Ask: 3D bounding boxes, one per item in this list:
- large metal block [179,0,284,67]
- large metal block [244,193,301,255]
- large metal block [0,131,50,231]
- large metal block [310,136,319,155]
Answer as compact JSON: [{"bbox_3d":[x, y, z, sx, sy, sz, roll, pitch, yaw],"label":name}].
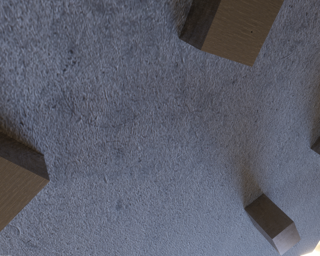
[{"bbox_3d":[0.081,-0.125,0.357,0.081,0.050,0.079,8,114,-32],"label":"large metal block"},{"bbox_3d":[0.221,0.189,0.608,0.050,0.080,0.080,-38,129,-3],"label":"large metal block"},{"bbox_3d":[-0.179,0.052,0.325,0.080,0.050,0.080,-46,129,3],"label":"large metal block"},{"bbox_3d":[0.357,0.030,0.604,0.080,0.050,0.080,20,108,-36],"label":"large metal block"}]
